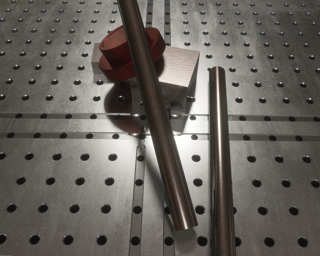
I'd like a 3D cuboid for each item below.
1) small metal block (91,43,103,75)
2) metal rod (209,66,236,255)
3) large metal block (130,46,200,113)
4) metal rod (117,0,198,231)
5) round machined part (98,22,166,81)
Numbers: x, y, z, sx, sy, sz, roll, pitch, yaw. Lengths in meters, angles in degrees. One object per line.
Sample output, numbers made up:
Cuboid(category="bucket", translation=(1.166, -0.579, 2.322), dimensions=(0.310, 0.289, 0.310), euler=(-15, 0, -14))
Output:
Cuboid(category="small metal block", translation=(-0.081, -0.113, 0.502), dimensions=(0.050, 0.025, 0.050), euler=(-1, 50, -1))
Cuboid(category="metal rod", translation=(0.074, 0.028, 0.384), dimensions=(0.025, 0.025, 0.300), euler=(4, 50, 3))
Cuboid(category="large metal block", translation=(0.009, -0.076, 0.455), dimensions=(0.080, 0.050, 0.080), euler=(13, 51, 10))
Cuboid(category="metal rod", translation=(-0.009, -0.035, 0.361), dimensions=(0.025, 0.025, 0.299), euler=(-12, 75, -10))
Cuboid(category="round machined part", translation=(-0.045, -0.113, 0.433), dimensions=(0.098, 0.042, 0.098), euler=(-20, 38, 17))
